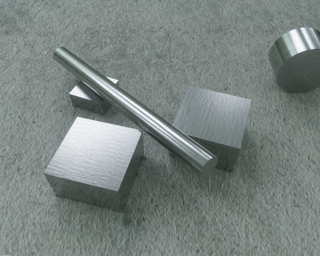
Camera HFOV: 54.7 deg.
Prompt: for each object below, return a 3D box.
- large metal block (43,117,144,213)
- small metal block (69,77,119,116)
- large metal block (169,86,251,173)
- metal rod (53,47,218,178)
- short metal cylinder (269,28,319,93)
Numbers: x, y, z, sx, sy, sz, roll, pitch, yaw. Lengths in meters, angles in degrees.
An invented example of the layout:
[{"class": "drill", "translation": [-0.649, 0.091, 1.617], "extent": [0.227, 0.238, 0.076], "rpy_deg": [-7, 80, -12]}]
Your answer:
[{"class": "large metal block", "translation": [-0.069, 0.040, 0.353], "extent": [0.080, 0.050, 0.080], "rpy_deg": [12, 51, 10]}, {"class": "small metal block", "translation": [-0.092, -0.050, 0.445], "extent": [0.050, 0.025, 0.050], "rpy_deg": [17, 52, 14]}, {"class": "large metal block", "translation": [0.062, 0.000, 0.388], "extent": [0.080, 0.050, 0.080], "rpy_deg": [15, 52, 12]}, {"class": "metal rod", "translation": [-0.051, -0.036, 0.387], "extent": [0.025, 0.025, 0.300], "rpy_deg": [-34, 52, -25]}, {"class": "short metal cylinder", "translation": [0.206, -0.097, 0.451], "extent": [0.081, 0.080, 0.050], "rpy_deg": [0, 50, 0]}]
